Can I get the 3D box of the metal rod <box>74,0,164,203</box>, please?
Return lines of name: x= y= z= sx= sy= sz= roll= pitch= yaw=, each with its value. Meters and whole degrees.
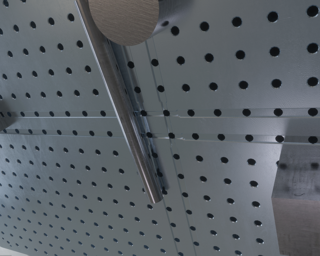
metal rod: x=-0.048 y=-0.022 z=0.422 sx=0.025 sy=0.025 sz=0.298 roll=-3 pitch=117 yaw=30

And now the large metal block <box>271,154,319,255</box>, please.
large metal block: x=0.160 y=0.084 z=0.343 sx=0.050 sy=0.080 sz=0.080 roll=-3 pitch=117 yaw=29

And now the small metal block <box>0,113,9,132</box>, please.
small metal block: x=-0.316 y=-0.014 z=0.569 sx=0.050 sy=0.025 sz=0.050 roll=-11 pitch=113 yaw=32

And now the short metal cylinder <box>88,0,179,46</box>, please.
short metal cylinder: x=-0.027 y=-0.133 z=0.327 sx=0.080 sy=0.050 sz=0.079 roll=13 pitch=124 yaw=21
